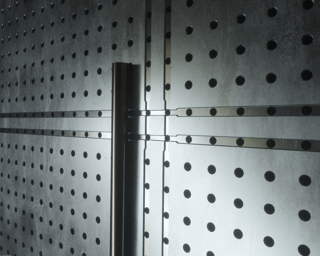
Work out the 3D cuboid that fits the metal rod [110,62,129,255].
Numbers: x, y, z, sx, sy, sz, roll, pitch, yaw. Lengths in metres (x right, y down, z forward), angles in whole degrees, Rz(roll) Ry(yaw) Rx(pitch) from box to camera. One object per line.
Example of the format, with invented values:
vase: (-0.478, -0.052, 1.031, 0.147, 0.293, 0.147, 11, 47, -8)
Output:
metal rod: (-0.060, 0.055, 0.456, 0.025, 0.025, 0.298, 1, 91, 39)
